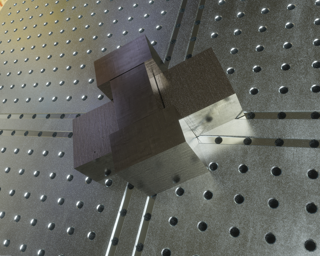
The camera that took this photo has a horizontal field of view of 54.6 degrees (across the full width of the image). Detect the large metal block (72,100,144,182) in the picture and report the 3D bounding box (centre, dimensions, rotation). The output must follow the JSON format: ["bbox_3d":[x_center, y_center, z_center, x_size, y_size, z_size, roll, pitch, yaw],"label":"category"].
[{"bbox_3d":[-0.069,0.016,0.421,0.080,0.050,0.080,-24,53,14],"label":"large metal block"}]

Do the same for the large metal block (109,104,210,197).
[{"bbox_3d":[0.001,0.029,0.355,0.080,0.080,0.050,-25,53,12],"label":"large metal block"}]

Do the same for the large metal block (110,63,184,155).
[{"bbox_3d":[-0.016,-0.020,0.394,0.050,0.080,0.080,-26,53,13],"label":"large metal block"}]

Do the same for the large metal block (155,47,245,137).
[{"bbox_3d":[0.049,-0.042,0.392,0.080,0.050,0.080,-26,55,12],"label":"large metal block"}]

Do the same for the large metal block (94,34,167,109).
[{"bbox_3d":[-0.033,-0.070,0.433,0.080,0.080,0.050,-25,52,13],"label":"large metal block"}]
